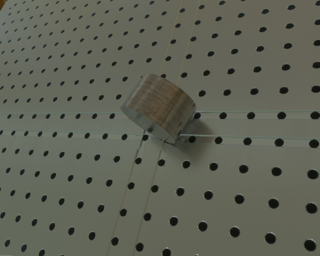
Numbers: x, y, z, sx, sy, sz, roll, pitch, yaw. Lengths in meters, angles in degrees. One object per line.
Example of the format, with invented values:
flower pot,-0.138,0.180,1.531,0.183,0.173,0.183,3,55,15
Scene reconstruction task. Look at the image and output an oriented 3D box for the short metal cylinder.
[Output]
short metal cylinder,-0.002,-0.023,0.389,0.080,0.080,0.050,24,75,36
